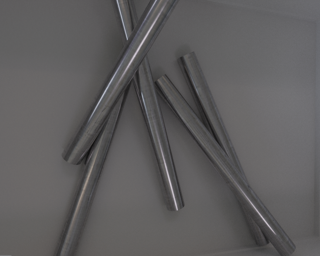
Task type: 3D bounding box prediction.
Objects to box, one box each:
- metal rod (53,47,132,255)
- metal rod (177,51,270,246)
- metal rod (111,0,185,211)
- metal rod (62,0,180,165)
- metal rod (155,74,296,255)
[{"bbox_3d":[-0.074,0.022,0.383,0.025,0.025,0.299,19,84,-19],"label":"metal rod"},{"bbox_3d":[0.096,0.035,0.445,0.025,0.025,0.299,-27,99,-18],"label":"metal rod"},{"bbox_3d":[-0.015,-0.035,0.384,0.025,0.025,0.298,-19,104,-19],"label":"metal rod"},{"bbox_3d":[-0.027,-0.083,0.332,0.025,0.025,0.299,28,107,-18],"label":"metal rod"},{"bbox_3d":[0.089,0.054,0.423,0.025,0.025,0.300,-39,95,-16],"label":"metal rod"}]
